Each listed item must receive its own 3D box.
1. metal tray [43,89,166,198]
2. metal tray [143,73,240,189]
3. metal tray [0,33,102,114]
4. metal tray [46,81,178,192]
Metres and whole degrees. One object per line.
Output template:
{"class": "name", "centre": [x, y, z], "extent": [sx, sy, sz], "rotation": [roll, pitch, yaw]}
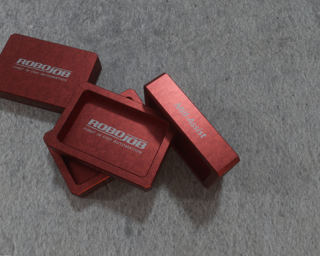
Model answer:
{"class": "metal tray", "centre": [-0.068, 0.018, 0.397], "extent": [0.131, 0.030, 0.090], "rotation": [-30, 73, -11]}
{"class": "metal tray", "centre": [0.032, 0.006, 0.371], "extent": [0.030, 0.090, 0.130], "rotation": [-35, 74, -12]}
{"class": "metal tray", "centre": [-0.158, -0.074, 0.430], "extent": [0.131, 0.030, 0.090], "rotation": [15, 70, 5]}
{"class": "metal tray", "centre": [-0.053, 0.009, 0.369], "extent": [0.130, 0.030, 0.090], "rotation": [22, 71, 7]}
